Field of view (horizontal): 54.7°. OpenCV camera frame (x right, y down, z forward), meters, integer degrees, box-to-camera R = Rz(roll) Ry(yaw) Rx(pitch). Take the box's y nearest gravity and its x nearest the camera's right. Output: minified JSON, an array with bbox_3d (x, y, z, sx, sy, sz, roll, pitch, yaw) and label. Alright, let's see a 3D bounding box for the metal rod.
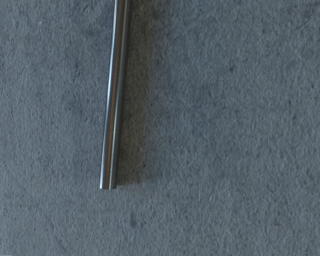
[{"bbox_3d":[-0.060,-0.065,0.428,0.025,0.025,0.298,6,92,19],"label":"metal rod"}]
